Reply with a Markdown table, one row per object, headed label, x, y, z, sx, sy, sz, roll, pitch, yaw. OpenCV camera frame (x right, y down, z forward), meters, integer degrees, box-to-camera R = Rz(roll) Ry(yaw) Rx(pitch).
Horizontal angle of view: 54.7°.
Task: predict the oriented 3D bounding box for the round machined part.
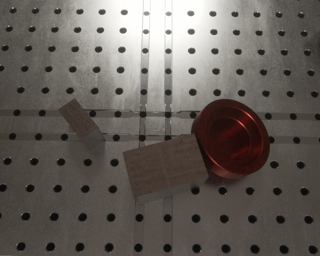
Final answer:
| label | x | y | z | sx | sy | sz | roll | pitch | yaw |
| --- | --- | --- | --- | --- | --- | --- | --- | --- | --- |
| round machined part | 0.083 | 0.016 | 0.387 | 0.099 | 0.042 | 0.098 | 9 | 64 | -18 |

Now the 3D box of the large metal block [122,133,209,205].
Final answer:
| label | x | y | z | sx | sy | sz | roll | pitch | yaw |
| --- | --- | --- | --- | --- | --- | --- | --- | --- | --- |
| large metal block | 0.005 | 0.052 | 0.364 | 0.081 | 0.080 | 0.050 | -15 | 71 | -5 |

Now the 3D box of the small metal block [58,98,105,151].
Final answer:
| label | x | y | z | sx | sy | sz | roll | pitch | yaw |
| --- | --- | --- | --- | --- | --- | --- | --- | --- | --- |
| small metal block | -0.099 | -0.003 | 0.398 | 0.025 | 0.050 | 0.050 | -38 | 75 | -13 |
